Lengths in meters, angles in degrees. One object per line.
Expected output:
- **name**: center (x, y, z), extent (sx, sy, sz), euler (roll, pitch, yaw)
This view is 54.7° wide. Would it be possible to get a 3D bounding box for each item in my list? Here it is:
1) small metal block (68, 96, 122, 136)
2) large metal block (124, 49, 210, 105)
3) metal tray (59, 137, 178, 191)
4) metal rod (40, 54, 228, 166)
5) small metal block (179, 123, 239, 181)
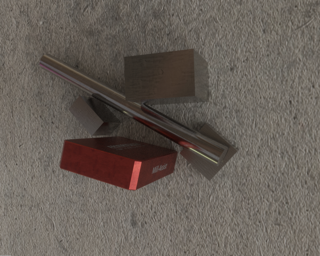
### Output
- **small metal block**: center (-0.088, -0.016, 0.426), extent (0.050, 0.050, 0.025), euler (46, 104, 14)
- **large metal block**: center (0.012, -0.057, 0.375), extent (0.080, 0.080, 0.050), euler (-2, 90, 19)
- **metal tray**: center (-0.041, 0.036, 0.368), extent (0.090, 0.130, 0.030), euler (13, 95, 19)
- **metal rod**: center (-0.050, -0.034, 0.412), extent (0.300, 0.025, 0.025), euler (29, 99, 22)
- **small metal block**: center (0.062, 0.029, 0.388), extent (0.050, 0.025, 0.050), euler (43, 103, 14)
